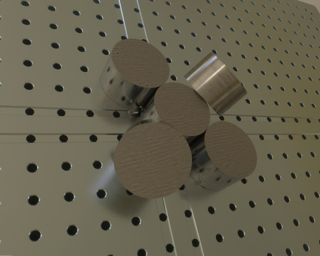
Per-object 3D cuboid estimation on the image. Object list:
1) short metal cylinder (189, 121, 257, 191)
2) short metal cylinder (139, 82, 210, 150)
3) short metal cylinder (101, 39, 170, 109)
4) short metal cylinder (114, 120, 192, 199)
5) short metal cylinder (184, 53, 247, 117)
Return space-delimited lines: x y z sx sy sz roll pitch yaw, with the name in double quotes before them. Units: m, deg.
"short metal cylinder" 0.081 0.038 0.414 0.081 0.050 0.080 14 56 -21
"short metal cylinder" 0.019 -0.014 0.412 0.081 0.050 0.080 14 56 -21
"short metal cylinder" -0.034 -0.073 0.419 0.081 0.050 0.080 14 56 -21
"short metal cylinder" -0.008 0.032 0.343 0.081 0.050 0.079 0 95 -3
"short metal cylinder" 0.080 -0.063 0.449 0.080 0.050 0.080 47 10 -10
